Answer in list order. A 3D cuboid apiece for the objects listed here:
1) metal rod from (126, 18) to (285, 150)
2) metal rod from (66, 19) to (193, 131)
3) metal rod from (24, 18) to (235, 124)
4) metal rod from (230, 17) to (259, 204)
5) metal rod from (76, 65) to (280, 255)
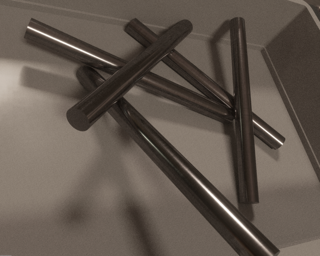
[{"bbox_3d":[0.073,-0.068,0.488,0.300,0.025,0.025,38,51,-3],"label":"metal rod"},{"bbox_3d":[-0.017,-0.087,0.398,0.025,0.025,0.301,39,41,-2],"label":"metal rod"},{"bbox_3d":[-0.022,-0.066,0.415,0.302,0.025,0.025,21,54,-24],"label":"metal rod"},{"bbox_3d":[0.124,-0.039,0.467,0.025,0.025,0.299,12,67,-23],"label":"metal rod"},{"bbox_3d":[-0.008,0.015,0.316,0.025,0.025,0.300,-17,46,-35],"label":"metal rod"}]
